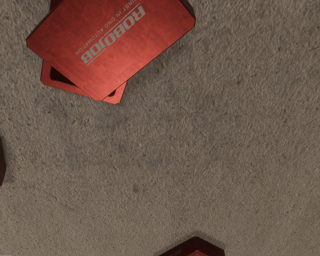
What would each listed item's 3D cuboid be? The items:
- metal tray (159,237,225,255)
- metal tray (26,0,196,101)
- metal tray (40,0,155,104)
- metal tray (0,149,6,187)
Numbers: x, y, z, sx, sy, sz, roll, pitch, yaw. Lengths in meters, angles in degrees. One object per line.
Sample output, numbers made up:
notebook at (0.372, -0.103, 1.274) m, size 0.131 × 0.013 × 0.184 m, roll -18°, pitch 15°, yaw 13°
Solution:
metal tray at (0.059, 0.278, 0.641) m, size 0.090 × 0.030 × 0.130 m, roll 35°, pitch 122°, yaw -27°
metal tray at (-0.045, -0.093, 0.284) m, size 0.130 × 0.030 × 0.090 m, roll -34°, pitch 123°, yaw 25°
metal tray at (-0.068, -0.093, 0.323) m, size 0.091 × 0.030 × 0.129 m, roll 15°, pitch 129°, yaw -13°
metal tray at (-0.287, 0.045, 0.417) m, size 0.131 × 0.030 × 0.089 m, roll 4°, pitch 141°, yaw -13°
